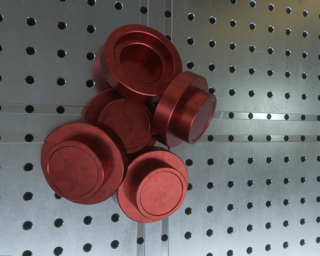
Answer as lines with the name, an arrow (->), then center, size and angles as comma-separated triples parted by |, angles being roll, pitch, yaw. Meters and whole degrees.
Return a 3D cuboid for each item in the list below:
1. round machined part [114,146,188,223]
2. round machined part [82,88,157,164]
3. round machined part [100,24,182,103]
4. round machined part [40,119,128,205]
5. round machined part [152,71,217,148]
round machined part -> -0.006, 0.075, 0.389 | 0.099, 0.042, 0.097 | -6, 104, -25
round machined part -> -0.046, -0.003, 0.386 | 0.099, 0.042, 0.097 | 0, 90, -21
round machined part -> -0.026, -0.075, 0.383 | 0.099, 0.042, 0.098 | 10, 65, -22
round machined part -> -0.089, 0.042, 0.346 | 0.098, 0.042, 0.097 | 2, 103, 9
round machined part -> 0.036, -0.018, 0.387 | 0.042, 0.098, 0.098 | 28, 78, 23
